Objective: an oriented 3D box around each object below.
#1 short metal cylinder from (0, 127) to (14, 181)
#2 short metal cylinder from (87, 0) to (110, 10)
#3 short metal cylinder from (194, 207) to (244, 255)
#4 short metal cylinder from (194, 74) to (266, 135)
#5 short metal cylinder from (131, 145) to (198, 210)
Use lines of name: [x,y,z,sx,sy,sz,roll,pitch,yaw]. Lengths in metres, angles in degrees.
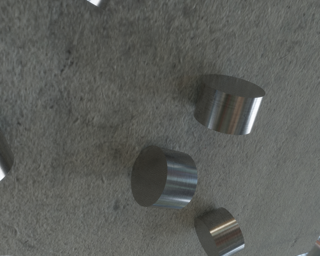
short metal cylinder: [-0.185,0.022,0.284,0.081,0.080,0.050,-19,126,-18]
short metal cylinder: [-0.069,-0.139,0.248,0.080,0.080,0.050,21,107,-36]
short metal cylinder: [0.103,0.188,0.546,0.050,0.080,0.079,-19,126,-18]
short metal cylinder: [0.089,-0.032,0.402,0.081,0.080,0.050,-4,120,-27]
short metal cylinder: [0.004,0.067,0.417,0.050,0.080,0.080,16,110,-35]
